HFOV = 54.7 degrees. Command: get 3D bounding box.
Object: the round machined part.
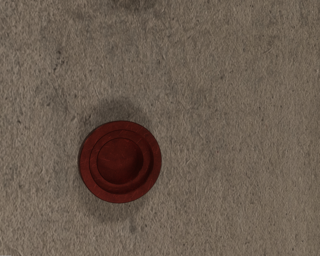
[{"bbox_3d":[-0.051,0.039,0.382,0.099,0.042,0.097,0,90,-21],"label":"round machined part"}]
